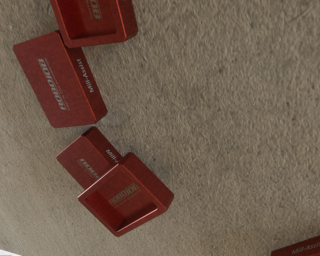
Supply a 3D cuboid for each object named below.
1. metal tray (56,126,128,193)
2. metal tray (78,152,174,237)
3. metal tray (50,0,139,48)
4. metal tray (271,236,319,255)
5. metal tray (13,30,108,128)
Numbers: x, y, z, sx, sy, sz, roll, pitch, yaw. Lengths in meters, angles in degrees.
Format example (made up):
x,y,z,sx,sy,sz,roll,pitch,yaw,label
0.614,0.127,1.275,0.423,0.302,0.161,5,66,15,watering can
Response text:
x,y,z,sx,sy,sz,roll,pitch,yaw,label
-0.094,0.070,0.494,0.090,0.030,0.130,-34,100,38,metal tray
-0.053,0.102,0.453,0.090,0.030,0.129,46,128,-5,metal tray
-0.083,-0.160,0.346,0.090,0.030,0.129,1,119,27,metal tray
0.222,0.185,0.401,0.090,0.030,0.129,45,129,-4,metal tray
-0.138,-0.066,0.434,0.090,0.030,0.129,-6,116,30,metal tray
